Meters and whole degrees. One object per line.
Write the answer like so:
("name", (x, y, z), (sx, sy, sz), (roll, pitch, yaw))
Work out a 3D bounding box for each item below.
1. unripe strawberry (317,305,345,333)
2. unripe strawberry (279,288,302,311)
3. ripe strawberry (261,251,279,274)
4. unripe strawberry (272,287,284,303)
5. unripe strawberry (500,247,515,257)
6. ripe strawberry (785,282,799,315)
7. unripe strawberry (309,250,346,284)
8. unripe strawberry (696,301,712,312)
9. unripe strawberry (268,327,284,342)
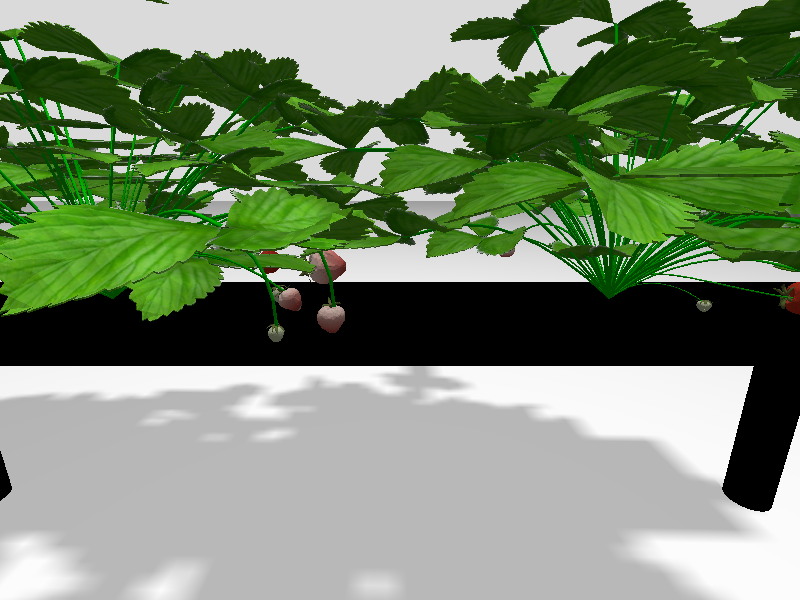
("unripe strawberry", (-0.048, 0.013, 0.279), (0.019, 0.020, 0.018), (6, 17, 21))
("unripe strawberry", (-0.088, 0.001, 0.326), (0.019, 0.019, 0.018), (-42, 3, 19))
("ripe strawberry", (-0.149, -0.045, 0.464), (0.027, 0.028, 0.024), (-14, 21, -43))
("unripe strawberry", (-0.104, -0.004, 0.349), (0.013, 0.015, 0.015), (-14, 14, 9))
("unripe strawberry", (0.151, -0.072, 0.571), (0.026, 0.023, 0.026), (-3, -25, -10))
("ripe strawberry", (0.323, -0.001, 0.317), (0.027, 0.026, 0.025), (6, 17, 18))
("unripe strawberry", (-0.074, -0.034, 0.409), (0.038, 0.037, 0.042), (-4, 16, -16))
("unripe strawberry", (0.250, 0.005, 0.329), (0.010, 0.010, 0.009), (9, 18, 29))
("unripe strawberry", (-0.080, 0.022, 0.259), (0.010, 0.011, 0.011), (9, 18, 29))
